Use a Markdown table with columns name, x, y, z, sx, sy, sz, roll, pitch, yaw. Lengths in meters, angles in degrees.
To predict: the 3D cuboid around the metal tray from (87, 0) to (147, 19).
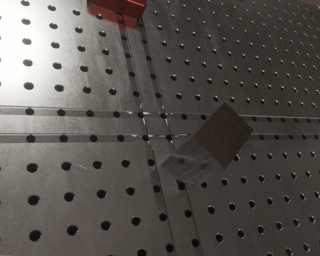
| name | x | y | z | sx | sy | sz | roll | pitch | yaw |
| --- | --- | --- | --- | --- | --- | --- | --- | --- | --- |
| metal tray | -0.070 | -0.251 | 0.522 | 0.091 | 0.030 | 0.130 | 12 | 57 | -22 |

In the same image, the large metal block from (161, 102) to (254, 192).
| name | x | y | z | sx | sy | sz | roll | pitch | yaw |
| --- | --- | --- | --- | --- | --- | --- | --- | --- | --- |
| large metal block | 0.059 | 0.025 | 0.392 | 0.050 | 0.080 | 0.080 | 45 | 51 | 2 |
